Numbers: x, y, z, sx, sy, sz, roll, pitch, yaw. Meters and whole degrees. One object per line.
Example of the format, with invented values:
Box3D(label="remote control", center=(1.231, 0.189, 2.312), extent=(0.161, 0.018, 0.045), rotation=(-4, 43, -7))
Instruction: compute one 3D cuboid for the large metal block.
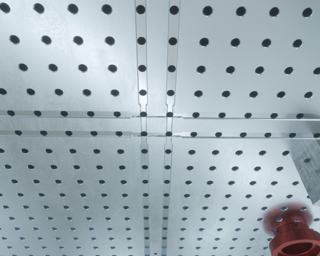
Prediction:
Box3D(label="large metal block", center=(0.250, 0.071, 0.438), extent=(0.081, 0.080, 0.050), rotation=(18, 128, -15))

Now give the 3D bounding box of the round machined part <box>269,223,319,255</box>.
Box3D(label="round machined part", center=(0.257, 0.217, 0.588), extent=(0.099, 0.042, 0.097), rotation=(0, 130, 0))
